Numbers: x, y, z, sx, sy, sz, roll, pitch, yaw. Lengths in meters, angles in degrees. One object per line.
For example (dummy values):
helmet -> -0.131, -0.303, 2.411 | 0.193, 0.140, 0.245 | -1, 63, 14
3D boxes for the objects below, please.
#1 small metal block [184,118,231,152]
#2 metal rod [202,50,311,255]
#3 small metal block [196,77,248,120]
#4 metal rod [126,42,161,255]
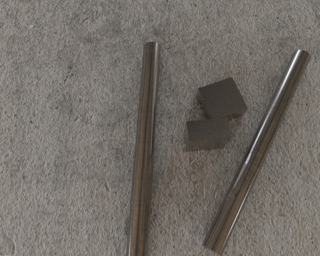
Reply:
small metal block -> 0.058, 0.010, 0.392 | 0.050, 0.050, 0.025 | -5, 70, -2
metal rod -> 0.133, 0.018, 0.402 | 0.025, 0.025, 0.300 | 28, 72, 9
small metal block -> 0.083, -0.035, 0.422 | 0.050, 0.025, 0.050 | -19, 71, -7
metal rod -> -0.019, 0.022, 0.399 | 0.025, 0.025, 0.299 | 3, 70, 1
